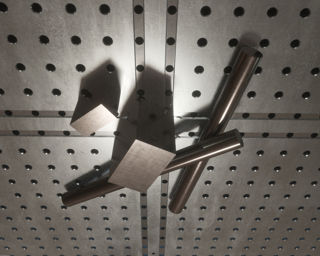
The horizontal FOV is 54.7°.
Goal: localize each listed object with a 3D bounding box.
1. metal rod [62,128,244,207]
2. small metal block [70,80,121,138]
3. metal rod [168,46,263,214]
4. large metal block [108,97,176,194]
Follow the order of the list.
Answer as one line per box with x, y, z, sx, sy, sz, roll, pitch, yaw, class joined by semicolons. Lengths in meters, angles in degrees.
-0.027;0.065;0.447;0.300;0.025;0.025;-23;127;25;metal rod
-0.077;-0.024;0.374;0.050;0.050;0.025;-29;124;22;small metal block
0.064;0.026;0.434;0.025;0.025;0.298;11;129;-10;metal rod
-0.023;0.022;0.394;0.050;0.080;0.080;22;127;-18;large metal block
